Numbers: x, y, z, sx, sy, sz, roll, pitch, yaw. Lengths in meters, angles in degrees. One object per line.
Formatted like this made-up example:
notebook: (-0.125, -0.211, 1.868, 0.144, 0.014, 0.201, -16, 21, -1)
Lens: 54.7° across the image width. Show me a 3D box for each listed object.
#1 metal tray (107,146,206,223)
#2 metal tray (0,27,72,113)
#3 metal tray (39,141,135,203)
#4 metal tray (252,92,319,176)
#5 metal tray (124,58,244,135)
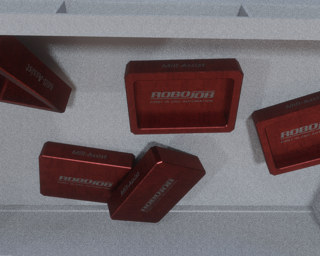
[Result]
metal tray: (-0.007, 0.088, 0.455, 0.091, 0.030, 0.129, 18, 123, -36)
metal tray: (-0.155, -0.054, 0.298, 0.090, 0.030, 0.130, 10, 167, 11)
metal tray: (-0.109, 0.071, 0.464, 0.131, 0.030, 0.089, 9, 130, -9)
metal tray: (0.196, 0.004, 0.400, 0.130, 0.030, 0.090, -18, 117, 14)
metal tray: (0.027, -0.036, 0.375, 0.131, 0.030, 0.089, -1, 130, 0)
